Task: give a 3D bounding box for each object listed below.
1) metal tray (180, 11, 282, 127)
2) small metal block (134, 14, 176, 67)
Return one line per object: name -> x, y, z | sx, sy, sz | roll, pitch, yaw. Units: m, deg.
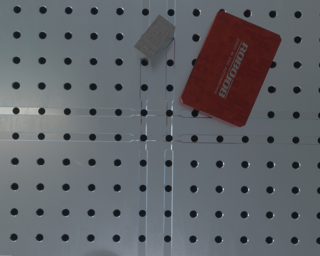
metal tray -> 0.091, -0.076, 0.412 | 0.090, 0.030, 0.129 | 23, 90, 0
small metal block -> -0.006, -0.111, 0.401 | 0.025, 0.050, 0.050 | 38, 90, 0
